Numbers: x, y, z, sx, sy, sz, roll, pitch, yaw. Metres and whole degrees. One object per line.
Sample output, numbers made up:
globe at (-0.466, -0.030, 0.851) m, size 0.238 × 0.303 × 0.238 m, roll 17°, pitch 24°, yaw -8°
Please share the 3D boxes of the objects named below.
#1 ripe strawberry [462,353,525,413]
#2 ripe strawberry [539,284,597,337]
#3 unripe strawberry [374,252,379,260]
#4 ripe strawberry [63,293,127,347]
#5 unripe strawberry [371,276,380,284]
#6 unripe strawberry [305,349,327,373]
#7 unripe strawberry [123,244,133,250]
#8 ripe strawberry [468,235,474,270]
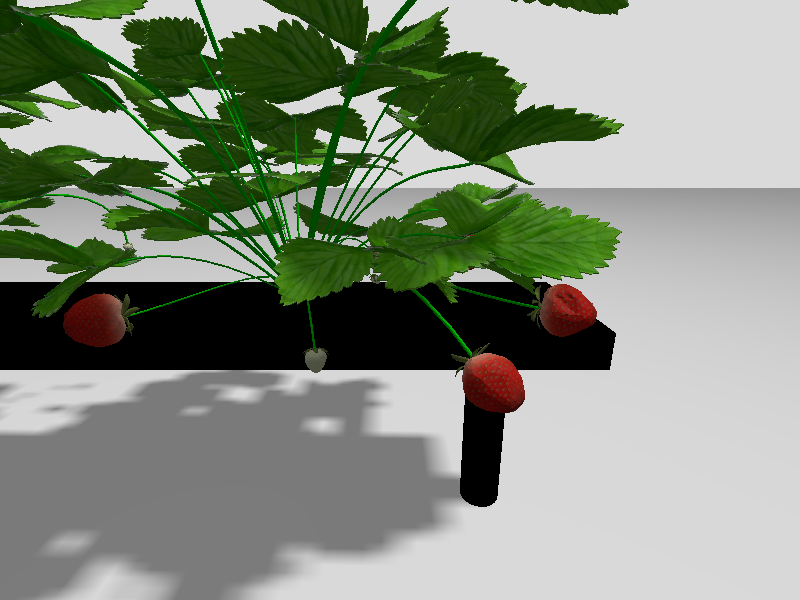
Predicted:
ripe strawberry at (0.046, 0.040, 0.193) m, size 0.031 × 0.026 × 0.031 m, roll -13°, pitch 45°, yaw -35°
ripe strawberry at (0.117, 0.008, 0.279) m, size 0.037 × 0.037 × 0.041 m, roll 8°, pitch 19°, yaw 21°
unripe strawberry at (-0.032, -0.059, 0.519) m, size 0.024 × 0.021 × 0.024 m, roll 6°, pitch -7°, yaw 19°
ripe strawberry at (-0.201, 0.014, 0.264) m, size 0.033 × 0.035 × 0.031 m, roll -16°, pitch 24°, yaw -40°
unripe strawberry at (-0.026, -0.022, 0.428) m, size 0.011 × 0.010 × 0.010 m, roll 16°, pitch 56°, yaw 42°
unripe strawberry at (-0.049, 0.036, 0.234) m, size 0.013 × 0.014 × 0.013 m, roll -5°, pitch 0°, yaw -16°
unripe strawberry at (-0.373, -0.072, 0.550) m, size 0.010 × 0.011 × 0.011 m, roll 14°, pitch 22°, yaw 38°
ripe strawberry at (0.087, -0.061, 0.490) m, size 0.049 × 0.047 × 0.045 m, roll -12°, pitch 21°, yaw -36°
